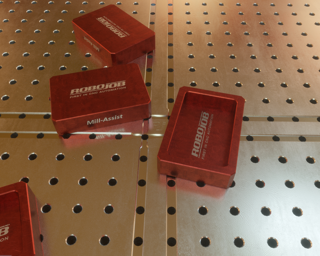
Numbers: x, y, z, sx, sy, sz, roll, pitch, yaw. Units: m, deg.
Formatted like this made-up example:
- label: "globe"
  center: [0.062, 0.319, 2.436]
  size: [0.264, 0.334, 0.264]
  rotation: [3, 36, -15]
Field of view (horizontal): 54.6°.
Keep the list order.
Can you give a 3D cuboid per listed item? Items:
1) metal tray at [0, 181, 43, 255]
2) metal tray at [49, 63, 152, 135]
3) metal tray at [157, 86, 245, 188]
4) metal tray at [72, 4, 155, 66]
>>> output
- label: "metal tray"
  center: [-0.191, 0.115, 0.306]
  size: [0.131, 0.030, 0.090]
  rotation: [-16, 52, -13]
- label: "metal tray"
  center: [-0.086, -0.044, 0.442]
  size: [0.131, 0.030, 0.090]
  rotation: [-12, 51, -10]
- label: "metal tray"
  center: [0.056, 0.006, 0.399]
  size: [0.090, 0.030, 0.130]
  rotation: [12, 51, 9]
- label: "metal tray"
  center: [-0.081, -0.164, 0.543]
  size: [0.091, 0.030, 0.130]
  rotation: [-33, 57, -25]
